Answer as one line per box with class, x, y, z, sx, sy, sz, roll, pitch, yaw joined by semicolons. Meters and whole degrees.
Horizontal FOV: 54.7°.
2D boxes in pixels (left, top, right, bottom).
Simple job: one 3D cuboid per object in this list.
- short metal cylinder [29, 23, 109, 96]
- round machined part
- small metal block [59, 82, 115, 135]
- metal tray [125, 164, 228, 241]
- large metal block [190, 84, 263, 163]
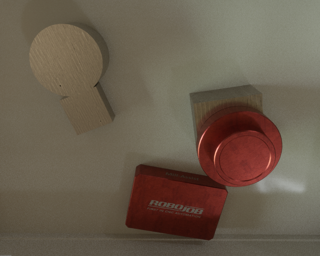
short metal cylinder;-0.104;-0.082;0.366;0.081;0.050;0.079;0;110;-1
round machined part;0.093;0.027;0.360;0.099;0.042;0.097;0;110;-1
small metal block;-0.093;-0.025;0.401;0.050;0.025;0.050;-20;109;7
metal tray;0.022;0.109;0.449;0.131;0.030;0.089;11;110;-5
large metal block;0.085;-0.006;0.397;0.080;0.050;0.079;-8;110;2
